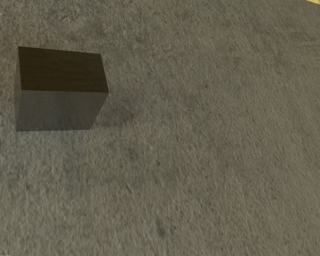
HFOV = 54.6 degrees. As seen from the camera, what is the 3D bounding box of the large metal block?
[{"bbox_3d":[-0.109,-0.038,0.333,0.081,0.080,0.050,-2,63,-29],"label":"large metal block"}]
